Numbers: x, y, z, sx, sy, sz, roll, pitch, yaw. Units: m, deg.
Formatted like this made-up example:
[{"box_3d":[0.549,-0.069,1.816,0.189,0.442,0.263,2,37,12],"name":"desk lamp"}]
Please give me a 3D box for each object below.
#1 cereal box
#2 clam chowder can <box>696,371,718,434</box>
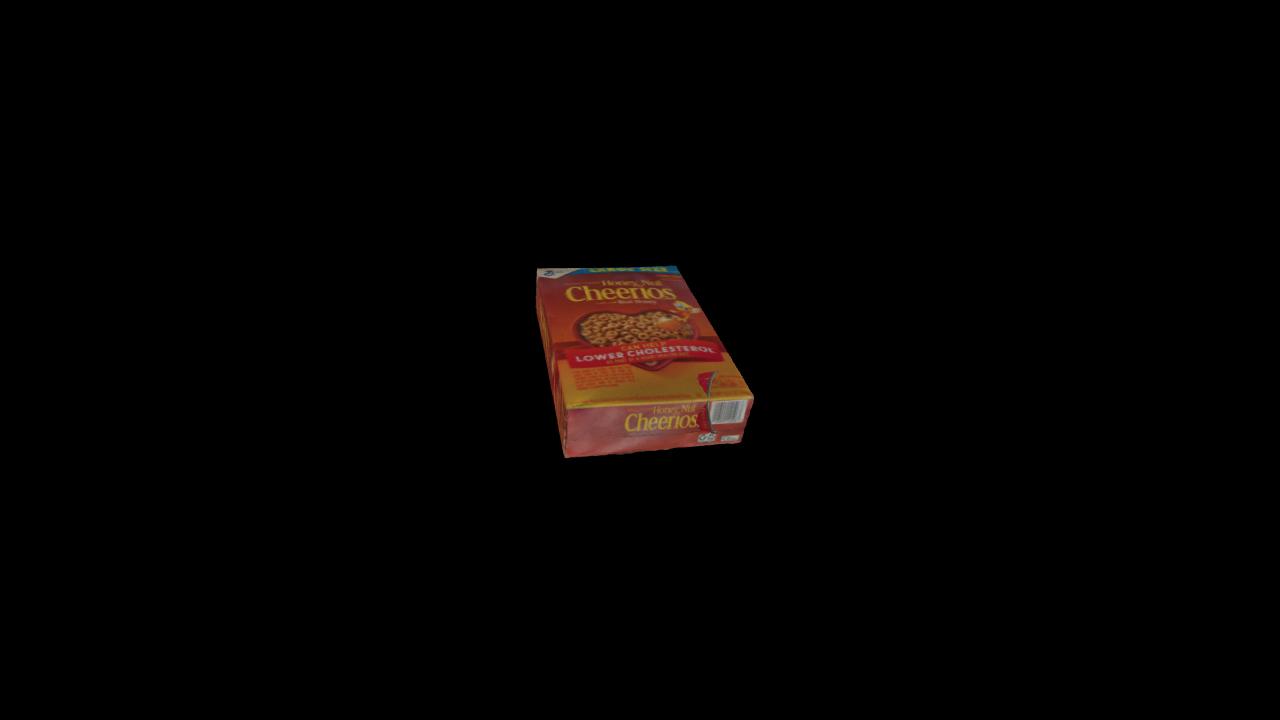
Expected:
[{"box_3d":[-0.013,-0.017,0.754,0.203,0.081,0.306,-2,36,-14],"name":"cereal box"},{"box_3d":[0.037,0.045,0.680,0.102,0.068,0.068,0,0,23],"name":"clam chowder can"}]
